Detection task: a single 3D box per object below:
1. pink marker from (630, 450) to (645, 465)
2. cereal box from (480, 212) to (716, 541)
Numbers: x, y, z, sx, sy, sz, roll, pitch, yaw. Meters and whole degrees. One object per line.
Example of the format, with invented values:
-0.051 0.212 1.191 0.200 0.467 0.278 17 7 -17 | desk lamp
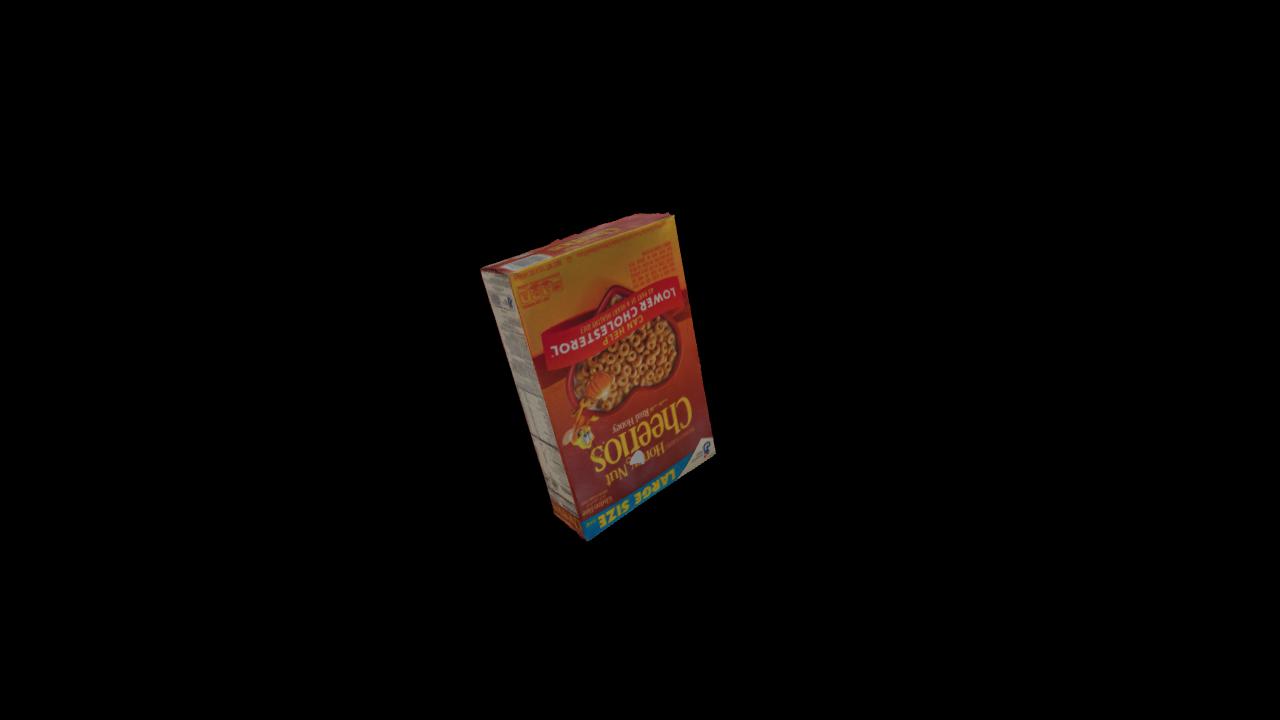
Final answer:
-0.015 0.058 0.688 0.020 0.121 0.020 -10 -19 -4 | pink marker
-0.029 0.015 0.673 0.203 0.306 0.081 -26 26 -31 | cereal box
